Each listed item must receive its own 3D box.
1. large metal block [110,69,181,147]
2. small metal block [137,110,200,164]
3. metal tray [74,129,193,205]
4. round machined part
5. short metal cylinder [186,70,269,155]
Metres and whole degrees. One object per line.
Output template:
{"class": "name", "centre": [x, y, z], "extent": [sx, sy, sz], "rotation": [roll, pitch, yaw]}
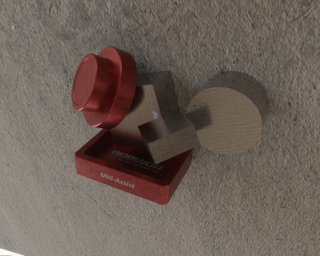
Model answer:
{"class": "large metal block", "centre": [-0.023, -0.023, 0.391], "extent": [0.080, 0.050, 0.080], "rotation": [-1, 118, 29]}
{"class": "small metal block", "centre": [0.008, 0.008, 0.334], "extent": [0.050, 0.050, 0.025], "rotation": [-23, 115, -7]}
{"class": "metal tray", "centre": [-0.033, 0.042, 0.409], "extent": [0.130, 0.090, 0.030], "rotation": [16, 125, 19]}
{"class": "round machined part", "centre": [-0.072, -0.050, 0.367], "extent": [0.042, 0.098, 0.098], "rotation": [13, 140, -36]}
{"class": "short metal cylinder", "centre": [0.075, -0.017, 0.343], "extent": [0.080, 0.050, 0.079], "rotation": [13, 124, 21]}
